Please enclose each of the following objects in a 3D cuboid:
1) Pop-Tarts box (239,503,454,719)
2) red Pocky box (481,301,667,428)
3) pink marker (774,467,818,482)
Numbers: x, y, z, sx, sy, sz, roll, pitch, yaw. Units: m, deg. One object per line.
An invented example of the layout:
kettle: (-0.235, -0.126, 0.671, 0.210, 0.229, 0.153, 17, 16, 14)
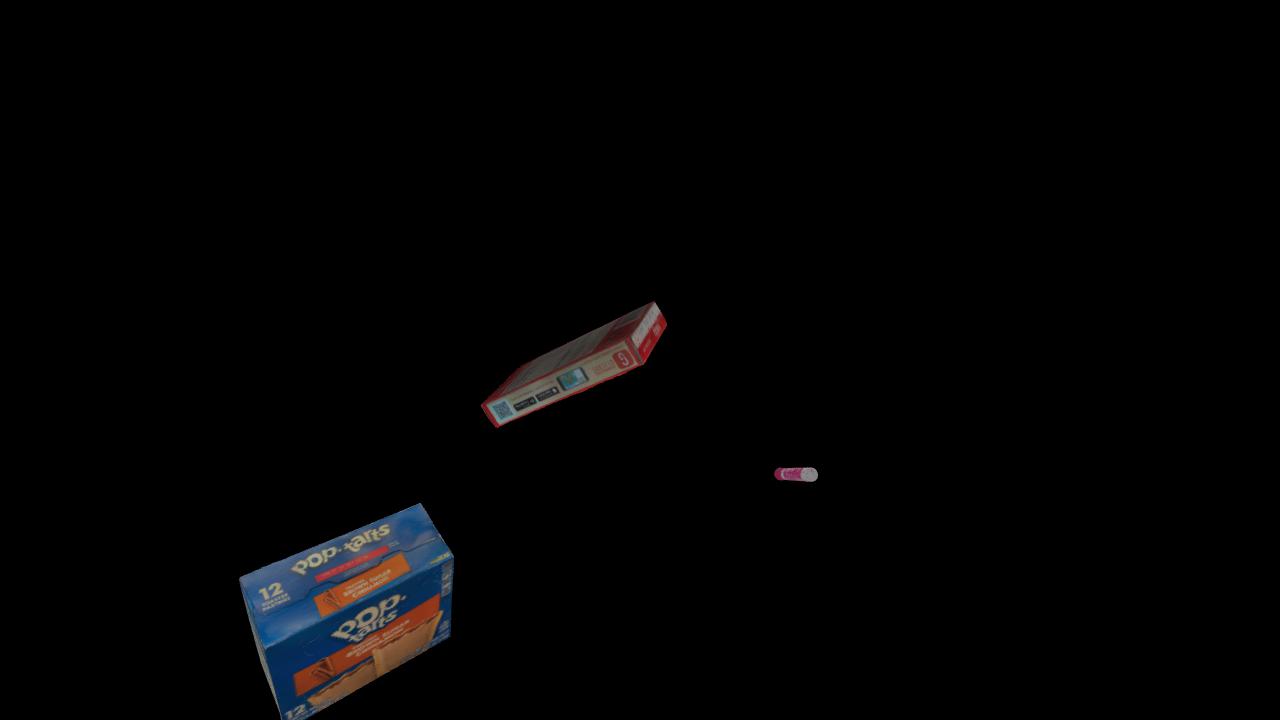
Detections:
Pop-Tarts box: (-0.276, 0.244, 0.600, 0.167, 0.141, 0.083, -19, 45, -40)
red Pocky box: (-0.054, 0.004, 0.519, 0.155, 0.028, 0.083, -24, 17, 26)
pink marker: (0.217, 0.161, 0.866, 0.020, 0.020, 0.121, 0, -10, -8)
